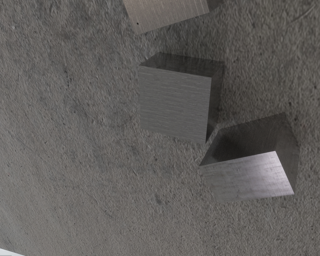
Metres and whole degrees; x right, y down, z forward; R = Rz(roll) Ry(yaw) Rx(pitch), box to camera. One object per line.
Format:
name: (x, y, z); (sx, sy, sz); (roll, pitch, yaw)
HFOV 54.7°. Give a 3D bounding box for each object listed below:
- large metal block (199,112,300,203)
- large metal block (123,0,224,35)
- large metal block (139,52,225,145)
large metal block: (0.100, 0.032, 0.338); (0.080, 0.080, 0.050); (-17, 109, 35)
large metal block: (0.007, -0.144, 0.298); (0.080, 0.050, 0.080); (-7, 115, 31)
large metal block: (0.024, -0.036, 0.356); (0.080, 0.050, 0.079); (14, 124, 20)
